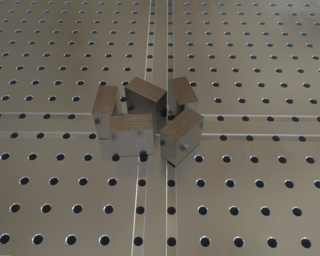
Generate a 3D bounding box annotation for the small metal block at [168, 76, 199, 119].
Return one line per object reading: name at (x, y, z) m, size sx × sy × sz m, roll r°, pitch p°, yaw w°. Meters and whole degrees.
small metal block at (0.030, -0.033, 0.419) m, size 0.025 × 0.050 × 0.050 m, roll -12°, pitch 50°, yaw -10°

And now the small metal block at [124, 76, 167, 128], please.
small metal block at (-0.018, -0.035, 0.421) m, size 0.050 × 0.050 × 0.025 m, roll 27°, pitch 56°, yaw 20°

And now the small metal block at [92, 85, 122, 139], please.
small metal block at (-0.068, -0.020, 0.408) m, size 0.025 × 0.050 × 0.050 m, roll 3°, pitch 51°, yaw 3°

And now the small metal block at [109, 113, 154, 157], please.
small metal block at (-0.034, 0.010, 0.383) m, size 0.050 × 0.050 × 0.025 m, roll -4°, pitch 50°, yaw -3°

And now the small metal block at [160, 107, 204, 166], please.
small metal block at (0.027, 0.011, 0.382) m, size 0.025 × 0.050 × 0.050 m, roll 34°, pitch 58°, yaw 26°
